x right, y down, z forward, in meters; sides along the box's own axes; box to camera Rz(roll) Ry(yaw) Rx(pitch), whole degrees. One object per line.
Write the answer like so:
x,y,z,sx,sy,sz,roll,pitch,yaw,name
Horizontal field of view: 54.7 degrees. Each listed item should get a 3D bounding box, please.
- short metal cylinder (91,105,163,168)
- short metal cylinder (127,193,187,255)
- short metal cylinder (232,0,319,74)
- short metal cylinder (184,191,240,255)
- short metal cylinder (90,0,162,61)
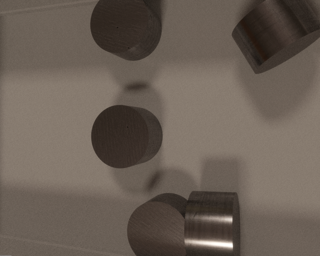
-0.043,0.011,0.411,0.080,0.050,0.079,0,90,19,short metal cylinder
0.006,0.128,0.395,0.080,0.050,0.079,0,90,19,short metal cylinder
0.127,-0.102,0.337,0.080,0.080,0.050,-31,80,17,short metal cylinder
0.063,0.114,0.359,0.050,0.080,0.079,-2,89,20,short metal cylinder
-0.044,-0.134,0.412,0.080,0.050,0.079,0,90,19,short metal cylinder
